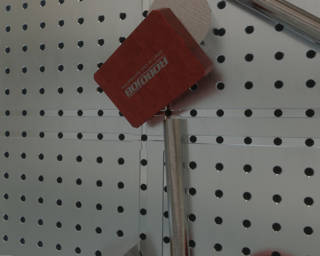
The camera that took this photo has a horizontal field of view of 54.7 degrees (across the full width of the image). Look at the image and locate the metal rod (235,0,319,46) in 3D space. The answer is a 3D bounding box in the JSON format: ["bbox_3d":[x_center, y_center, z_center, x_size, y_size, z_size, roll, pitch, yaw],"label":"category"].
[{"bbox_3d":[0.084,-0.178,0.382,0.300,0.025,0.025,36,101,16],"label":"metal rod"}]

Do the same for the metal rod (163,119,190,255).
[{"bbox_3d":[0.025,0.137,0.403,0.025,0.025,0.298,-4,89,19],"label":"metal rod"}]

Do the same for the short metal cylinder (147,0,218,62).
[{"bbox_3d":[0.029,-0.127,0.389,0.080,0.050,0.079,0,90,19],"label":"short metal cylinder"}]

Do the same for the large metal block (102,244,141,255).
[{"bbox_3d":[-0.061,0.216,0.420,0.080,0.050,0.080,-25,82,18],"label":"large metal block"}]

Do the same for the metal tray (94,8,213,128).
[{"bbox_3d":[-0.013,-0.068,0.379,0.130,0.030,0.090,-36,94,36],"label":"metal tray"}]
